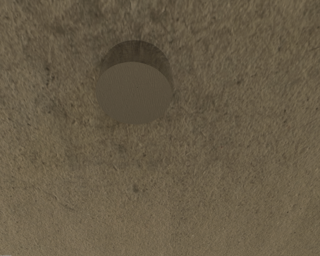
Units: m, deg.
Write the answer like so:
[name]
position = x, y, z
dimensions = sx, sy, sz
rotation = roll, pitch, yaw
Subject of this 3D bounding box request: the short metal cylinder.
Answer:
[short metal cylinder]
position = -0.028, -0.050, 0.347
dimensions = 0.081, 0.050, 0.079
rotation = 0, 130, 0
